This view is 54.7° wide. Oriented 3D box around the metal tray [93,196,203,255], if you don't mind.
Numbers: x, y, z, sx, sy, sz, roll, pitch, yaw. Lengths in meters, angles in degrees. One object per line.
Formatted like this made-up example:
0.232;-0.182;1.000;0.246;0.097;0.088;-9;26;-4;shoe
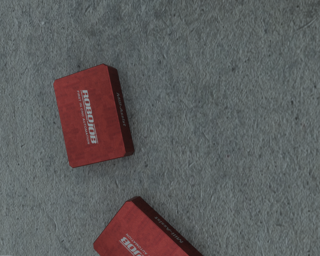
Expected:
-0.015;0.167;0.412;0.130;0.030;0.090;40;102;15;metal tray

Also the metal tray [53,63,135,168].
-0.095;-0.016;0.440;0.090;0.030;0.129;-14;85;19;metal tray
